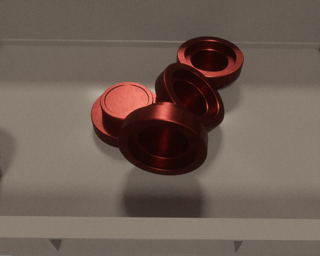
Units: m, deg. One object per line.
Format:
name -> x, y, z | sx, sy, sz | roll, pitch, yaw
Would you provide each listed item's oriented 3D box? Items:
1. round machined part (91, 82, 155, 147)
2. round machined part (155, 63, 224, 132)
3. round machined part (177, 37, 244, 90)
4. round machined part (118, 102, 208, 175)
round machined part -> -0.043, -0.024, 0.414 | 0.099, 0.042, 0.098 | 0, 50, 0
round machined part -> 0.034, -0.033, 0.403 | 0.099, 0.042, 0.098 | 23, 47, -27
round machined part -> 0.075, -0.095, 0.475 | 0.099, 0.042, 0.098 | 0, 50, 0
round machined part -> 0.005, 0.009, 0.351 | 0.099, 0.097, 0.042 | 7, 48, 5
